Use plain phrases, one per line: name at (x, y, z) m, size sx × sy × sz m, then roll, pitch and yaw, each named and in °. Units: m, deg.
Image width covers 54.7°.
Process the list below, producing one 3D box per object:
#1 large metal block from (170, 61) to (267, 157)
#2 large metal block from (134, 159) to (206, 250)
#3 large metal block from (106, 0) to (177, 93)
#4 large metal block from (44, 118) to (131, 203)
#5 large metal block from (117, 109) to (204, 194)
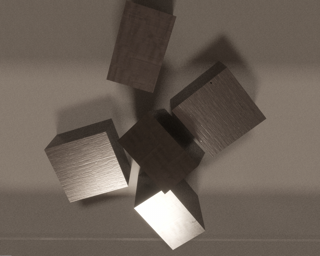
large metal block at (0.070, -0.025, 0.390) m, size 0.080 × 0.050 × 0.080 m, roll -38°, pitch 106°, yaw 12°
large metal block at (0.013, 0.099, 0.419) m, size 0.050 × 0.080 × 0.080 m, roll -35°, pitch 107°, yaw 12°
large metal block at (-0.020, -0.093, 0.347) m, size 0.050 × 0.080 × 0.079 m, roll 16°, pitch 109°, yaw -6°
large metal block at (-0.092, 0.042, 0.412) m, size 0.080 × 0.050 × 0.080 m, roll -17°, pitch 110°, yaw 5°
large metal block at (0.006, 0.024, 0.379) m, size 0.050 × 0.080 × 0.080 m, roll -43°, pitch 85°, yaw 14°
